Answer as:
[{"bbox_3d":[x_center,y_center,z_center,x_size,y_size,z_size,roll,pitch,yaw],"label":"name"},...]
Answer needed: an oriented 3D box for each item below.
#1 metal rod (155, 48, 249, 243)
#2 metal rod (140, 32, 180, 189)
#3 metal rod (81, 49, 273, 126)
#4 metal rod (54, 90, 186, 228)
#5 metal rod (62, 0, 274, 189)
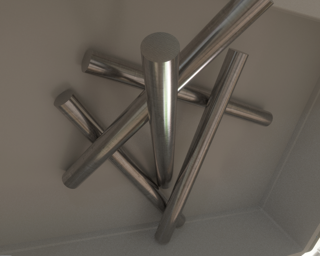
[{"bbox_3d":[0.049,0.039,0.425,0.025,0.025,0.298,5,116,-31],"label":"metal rod"},{"bbox_3d":[0.004,0.014,0.330,0.025,0.025,0.299,-27,156,-11],"label":"metal rod"},{"bbox_3d":[0.046,-0.042,0.407,0.302,0.025,0.025,13,112,-34],"label":"metal rod"},{"bbox_3d":[-0.036,0.062,0.427,0.025,0.025,0.300,-38,129,-3],"label":"metal rod"},{"bbox_3d":[-0.018,-0.018,0.309,0.025,0.025,0.299,20,132,-36],"label":"metal rod"}]
